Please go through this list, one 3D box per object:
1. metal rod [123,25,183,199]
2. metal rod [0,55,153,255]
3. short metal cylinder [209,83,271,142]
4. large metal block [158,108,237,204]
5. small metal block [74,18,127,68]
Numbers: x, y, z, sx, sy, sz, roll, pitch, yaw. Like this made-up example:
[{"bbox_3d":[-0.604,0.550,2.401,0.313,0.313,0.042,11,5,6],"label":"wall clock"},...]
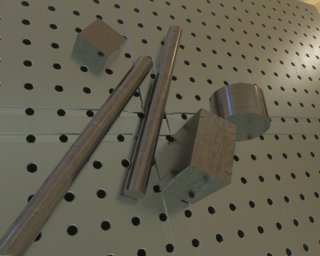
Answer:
[{"bbox_3d":[-0.001,-0.044,0.435,0.025,0.025,0.300,24,53,-14],"label":"metal rod"},{"bbox_3d":[-0.077,0.007,0.363,0.025,0.025,0.301,34,51,-7],"label":"metal rod"},{"bbox_3d":[0.114,-0.021,0.449,0.081,0.080,0.050,13,57,-22],"label":"short metal cylinder"},{"bbox_3d":[0.045,0.036,0.377,0.050,0.080,0.080,26,53,-13],"label":"large metal block"},{"bbox_3d":[-0.083,-0.120,0.438,0.050,0.025,0.050,37,51,-4],"label":"small metal block"}]
